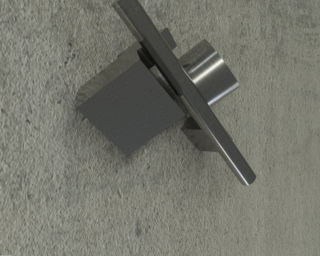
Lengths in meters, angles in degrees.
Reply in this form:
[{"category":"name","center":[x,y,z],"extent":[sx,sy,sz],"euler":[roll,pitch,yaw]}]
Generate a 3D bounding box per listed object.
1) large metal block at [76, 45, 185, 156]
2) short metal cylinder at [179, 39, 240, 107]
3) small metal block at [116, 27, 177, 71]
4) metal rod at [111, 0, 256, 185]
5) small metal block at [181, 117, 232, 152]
[{"category":"large metal block","center":[-0.032,-0.029,0.341],"extent":[0.080,0.050,0.080],"euler":[-36,121,10]},{"category":"short metal cylinder","center":[0.063,-0.072,0.417],"extent":[0.050,0.080,0.080],"euler":[-37,121,12]},{"category":"small metal block","center":[-0.016,-0.094,0.378],"extent":[0.050,0.050,0.025],"euler":[-46,118,-30]},{"category":"metal rod","center":[0.045,-0.029,0.381],"extent":[0.300,0.025,0.025],"euler":[51,60,-28]},{"category":"small metal block","center":[0.067,0.009,0.445],"extent":[0.050,0.050,0.025],"euler":[48,61,-30]}]
